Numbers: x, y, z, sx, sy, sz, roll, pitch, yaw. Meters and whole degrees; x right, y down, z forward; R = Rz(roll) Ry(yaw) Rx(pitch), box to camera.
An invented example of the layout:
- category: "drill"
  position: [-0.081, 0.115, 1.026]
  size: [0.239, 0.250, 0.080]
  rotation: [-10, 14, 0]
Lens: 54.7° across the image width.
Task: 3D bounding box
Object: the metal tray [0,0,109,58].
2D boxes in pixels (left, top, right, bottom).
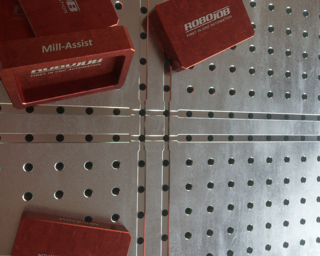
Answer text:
- category: "metal tray"
  position: [-0.128, -0.129, 0.363]
  size: [0.131, 0.030, 0.089]
  rotation: [-7, 92, -20]

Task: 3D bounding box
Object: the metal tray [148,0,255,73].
- category: "metal tray"
  position: [0.061, -0.145, 0.433]
  size: [0.131, 0.030, 0.090]
  rotation: [-29, 100, -18]

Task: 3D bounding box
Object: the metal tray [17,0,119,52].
- category: "metal tray"
  position: [-0.112, -0.157, 0.336]
  size: [0.091, 0.030, 0.129]
  rotation: [-26, 99, -19]

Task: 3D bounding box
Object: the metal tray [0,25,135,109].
- category: "metal tray"
  position: [-0.100, -0.065, 0.338]
  size: [0.131, 0.090, 0.030]
  rotation: [-15, 76, -20]

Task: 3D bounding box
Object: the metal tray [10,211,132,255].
- category: "metal tray"
  position: [-0.108, 0.157, 0.371]
  size: [0.131, 0.030, 0.090]
  rotation: [16, 85, -20]
